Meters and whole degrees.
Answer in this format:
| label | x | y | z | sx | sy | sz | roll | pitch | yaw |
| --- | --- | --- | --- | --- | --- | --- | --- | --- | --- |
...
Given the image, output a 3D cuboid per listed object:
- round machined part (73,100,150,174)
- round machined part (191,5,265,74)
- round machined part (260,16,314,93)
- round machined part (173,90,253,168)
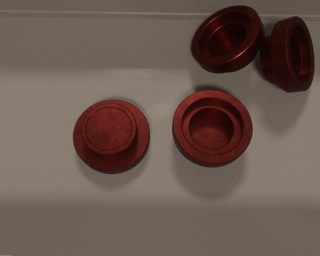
| label | x | y | z | sx | sy | sz | roll | pitch | yaw |
| --- | --- | --- | --- | --- | --- | --- | --- | --- | --- |
| round machined part | -0.062 | 0.007 | 0.397 | 0.099 | 0.042 | 0.098 | 0 | 70 | -1 |
| round machined part | 0.096 | -0.116 | 0.428 | 0.098 | 0.042 | 0.098 | -18 | 55 | 28 |
| round machined part | 0.170 | -0.096 | 0.419 | 0.042 | 0.098 | 0.098 | -3 | 63 | 44 |
| round machined part | 0.065 | 0.003 | 0.400 | 0.099 | 0.042 | 0.098 | 0 | 70 | -1 |
